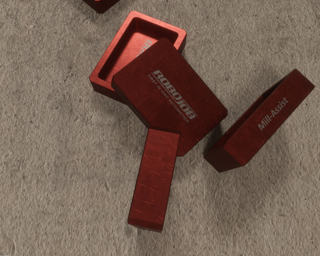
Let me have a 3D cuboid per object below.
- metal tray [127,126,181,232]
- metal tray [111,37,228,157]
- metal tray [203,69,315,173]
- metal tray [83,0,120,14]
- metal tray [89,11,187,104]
[{"bbox_3d":[-0.004,0.062,0.330,0.030,0.130,0.090,11,71,4],"label":"metal tray"},{"bbox_3d":[0.012,-0.038,0.398,0.090,0.030,0.130,-41,94,-14],"label":"metal tray"},{"bbox_3d":[0.116,-0.005,0.375,0.030,0.090,0.130,45,75,4],"label":"metal tray"},{"bbox_3d":[-0.080,-0.254,0.497,0.090,0.030,0.130,42,75,13],"label":"metal tray"},{"bbox_3d":[-0.028,-0.096,0.440,0.090,0.030,0.130,24,71,8],"label":"metal tray"}]
